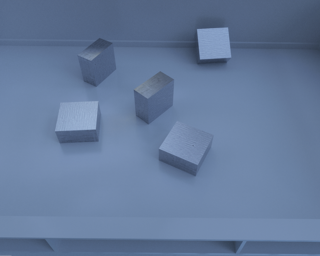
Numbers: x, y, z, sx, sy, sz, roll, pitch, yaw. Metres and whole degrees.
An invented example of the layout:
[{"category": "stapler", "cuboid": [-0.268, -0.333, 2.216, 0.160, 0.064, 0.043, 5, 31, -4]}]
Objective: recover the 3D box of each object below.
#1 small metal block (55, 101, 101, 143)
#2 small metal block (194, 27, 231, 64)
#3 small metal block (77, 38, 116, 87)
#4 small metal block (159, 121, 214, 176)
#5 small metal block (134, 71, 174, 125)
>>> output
[{"category": "small metal block", "cuboid": [-0.107, -0.008, 0.411, 0.050, 0.025, 0.050, -3, 50, -3]}, {"category": "small metal block", "cuboid": [0.085, -0.133, 0.502, 0.050, 0.025, 0.050, -4, 85, -4]}, {"category": "small metal block", "cuboid": [-0.094, -0.100, 0.471, 0.025, 0.050, 0.050, 25, 54, 19]}, {"category": "small metal block", "cuboid": [0.033, 0.025, 0.385, 0.050, 0.025, 0.050, 22, 53, 17]}, {"category": "small metal block", "cuboid": [-0.008, -0.041, 0.423, 0.025, 0.050, 0.050, 36, 58, 26]}]
